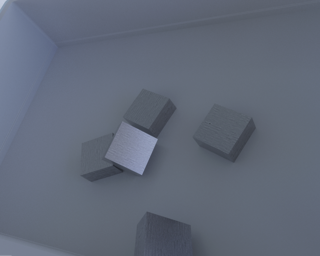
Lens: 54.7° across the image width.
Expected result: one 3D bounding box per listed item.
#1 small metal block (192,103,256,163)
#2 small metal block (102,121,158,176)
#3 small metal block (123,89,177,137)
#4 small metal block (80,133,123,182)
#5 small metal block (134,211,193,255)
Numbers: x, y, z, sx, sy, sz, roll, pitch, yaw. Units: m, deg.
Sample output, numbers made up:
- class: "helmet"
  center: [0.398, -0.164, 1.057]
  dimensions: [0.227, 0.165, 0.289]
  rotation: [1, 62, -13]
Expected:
- class: "small metal block"
  center: [0.075, 0.005, 0.363]
  dimensions: [0.050, 0.025, 0.050]
  rotation: [26, 76, 37]
- class: "small metal block"
  center: [-0.038, 0.027, 0.391]
  dimensions: [0.050, 0.050, 0.025]
  rotation: [-66, 12, -19]
- class: "small metal block"
  center: [-0.014, -0.021, 0.426]
  dimensions: [0.050, 0.025, 0.050]
  rotation: [25, 75, 36]
- class: "small metal block"
  center: [-0.079, 0.040, 0.423]
  dimensions: [0.050, 0.025, 0.050]
  rotation: [-18, 54, 17]
- class: "small metal block"
  center: [0.004, 0.117, 0.304]
  dimensions: [0.050, 0.050, 0.025]
  rotation: [-89, 24, -53]
